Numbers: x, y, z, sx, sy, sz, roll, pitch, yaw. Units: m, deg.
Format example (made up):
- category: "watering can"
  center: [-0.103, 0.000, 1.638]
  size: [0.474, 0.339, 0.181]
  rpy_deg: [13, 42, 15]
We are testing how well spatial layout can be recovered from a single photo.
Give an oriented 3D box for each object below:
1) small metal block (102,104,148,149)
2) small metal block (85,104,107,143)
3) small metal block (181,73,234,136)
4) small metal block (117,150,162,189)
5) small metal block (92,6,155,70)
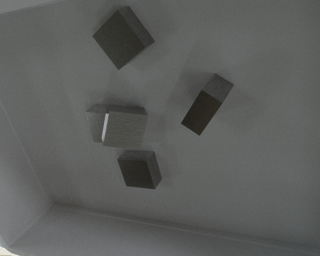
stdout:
- category: "small metal block"
  center: [-0.047, -0.002, 0.410]
  size: [0.050, 0.025, 0.050]
  rpy_deg: [6, 114, -18]
- category: "small metal block"
  center: [-0.074, -0.005, 0.445]
  size: [0.050, 0.025, 0.050]
  rpy_deg: [5, 121, 25]
- category: "small metal block"
  center: [0.054, -0.027, 0.348]
  size: [0.025, 0.050, 0.050]
  rpy_deg: [34, 129, 6]
- category: "small metal block"
  center: [-0.030, 0.062, 0.463]
  size: [0.050, 0.025, 0.050]
  rpy_deg: [0, 119, 28]
- category: "small metal block"
  center: [-0.043, -0.105, 0.366]
  size: [0.050, 0.025, 0.050]
  rpy_deg: [-30, 102, 38]
